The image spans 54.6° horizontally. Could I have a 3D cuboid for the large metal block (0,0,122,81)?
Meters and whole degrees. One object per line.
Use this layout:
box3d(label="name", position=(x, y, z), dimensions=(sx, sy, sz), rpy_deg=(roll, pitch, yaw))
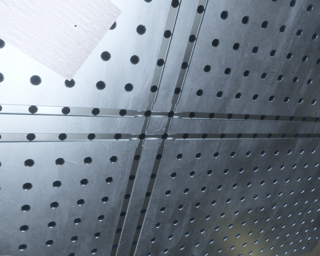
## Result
box3d(label="large metal block", position=(-0.096, -0.103, 0.278), dimensions=(0.080, 0.050, 0.080), rpy_deg=(33, 100, -38))
